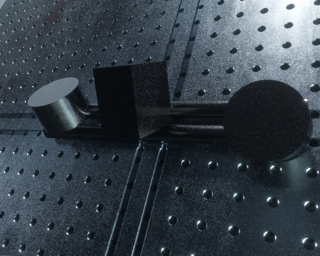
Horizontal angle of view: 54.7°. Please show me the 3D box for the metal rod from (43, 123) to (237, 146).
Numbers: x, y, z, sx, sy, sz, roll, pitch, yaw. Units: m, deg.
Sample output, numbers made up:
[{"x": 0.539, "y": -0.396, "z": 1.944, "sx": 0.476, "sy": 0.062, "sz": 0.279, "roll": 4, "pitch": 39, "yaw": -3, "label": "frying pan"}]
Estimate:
[{"x": -0.045, "y": 0.006, "z": 0.428, "sx": 0.300, "sy": 0.025, "sz": 0.025, "roll": 1, "pitch": 62, "yaw": 28, "label": "metal rod"}]

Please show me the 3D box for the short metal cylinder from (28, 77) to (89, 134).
[{"x": -0.152, "y": -0.036, "z": 0.475, "sx": 0.080, "sy": 0.050, "sz": 0.080, "roll": -14, "pitch": 34, "yaw": 10, "label": "short metal cylinder"}]

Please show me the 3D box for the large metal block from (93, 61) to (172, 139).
[{"x": -0.029, "y": -0.036, "z": 0.372, "sx": 0.050, "sy": 0.080, "sz": 0.079, "roll": 1, "pitch": 104, "yaw": 29, "label": "large metal block"}]

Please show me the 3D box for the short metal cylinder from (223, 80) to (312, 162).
[{"x": 0.112, "y": -0.005, "z": 0.319, "sx": 0.080, "sy": 0.050, "sz": 0.080, "roll": -4, "pitch": 82, "yaw": 28, "label": "short metal cylinder"}]

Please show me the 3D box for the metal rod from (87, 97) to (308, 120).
[{"x": 0.028, "y": -0.024, "z": 0.407, "sx": 0.300, "sy": 0.025, "sz": 0.025, "roll": 1, "pitch": 62, "yaw": 28, "label": "metal rod"}]
